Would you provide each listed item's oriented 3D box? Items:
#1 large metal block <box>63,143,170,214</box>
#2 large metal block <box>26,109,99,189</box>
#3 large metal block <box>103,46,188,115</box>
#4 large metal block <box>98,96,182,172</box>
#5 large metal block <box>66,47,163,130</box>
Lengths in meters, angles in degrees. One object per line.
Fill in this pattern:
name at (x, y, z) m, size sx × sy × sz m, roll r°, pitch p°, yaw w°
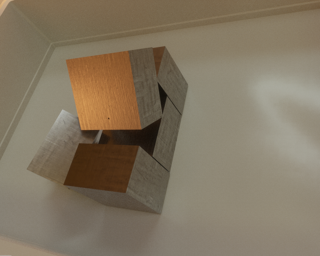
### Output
large metal block at (-0.046, 0.058, 0.354) m, size 0.080 × 0.080 × 0.050 m, roll 0°, pitch 62°, yaw 28°
large metal block at (-0.121, 0.032, 0.400) m, size 0.050 × 0.080 × 0.080 m, roll 28°, pitch 72°, yaw -8°
large metal block at (-0.018, -0.057, 0.411) m, size 0.080 × 0.080 × 0.050 m, roll -1°, pitch 61°, yaw 27°
large metal block at (-0.025, 0.008, 0.397) m, size 0.080 × 0.050 × 0.080 m, roll -1°, pitch 61°, yaw 27°
large metal block at (-0.049, -0.043, 0.347) m, size 0.080 × 0.079 × 0.050 m, roll -1°, pitch 17°, yaw 27°
